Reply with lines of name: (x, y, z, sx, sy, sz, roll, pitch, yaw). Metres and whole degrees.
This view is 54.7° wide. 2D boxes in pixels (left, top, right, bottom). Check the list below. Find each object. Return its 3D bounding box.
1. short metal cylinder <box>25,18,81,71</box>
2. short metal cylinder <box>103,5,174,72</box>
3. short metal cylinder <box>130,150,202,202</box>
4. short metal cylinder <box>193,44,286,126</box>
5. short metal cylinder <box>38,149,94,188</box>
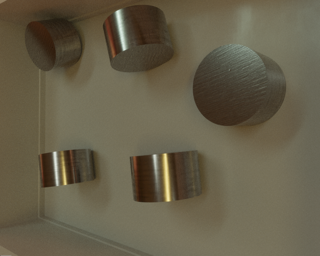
short metal cylinder: (-0.180, -0.140, 0.519, 0.080, 0.050, 0.079, 18, 121, 32)
short metal cylinder: (-0.027, -0.110, 0.392, 0.080, 0.081, 0.050, -21, 77, 38)
short metal cylinder: (0.007, 0.055, 0.364, 0.080, 0.081, 0.050, -9, 84, 39)
short metal cylinder: (0.082, -0.042, 0.322, 0.080, 0.050, 0.079, 0, 90, 39)
short metal cylinder: (-0.147, 0.063, 0.490, 0.080, 0.081, 0.050, -13, 82, 39)
